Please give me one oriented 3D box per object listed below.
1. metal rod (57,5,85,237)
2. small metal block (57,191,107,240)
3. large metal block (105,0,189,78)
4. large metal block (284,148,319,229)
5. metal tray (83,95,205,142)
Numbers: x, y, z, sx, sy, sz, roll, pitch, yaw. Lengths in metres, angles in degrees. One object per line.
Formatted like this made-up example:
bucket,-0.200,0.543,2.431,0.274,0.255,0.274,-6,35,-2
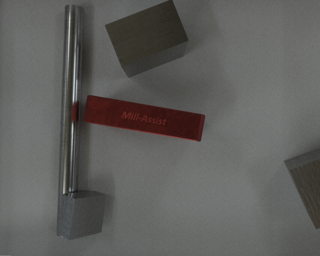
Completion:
metal rod,-0.118,-0.009,0.409,0.025,0.025,0.298,2,90,-1
small metal block,-0.099,0.110,0.395,0.025,0.050,0.050,8,90,38
large metal block,-0.015,-0.106,0.384,0.080,0.080,0.050,-22,90,0
large metal block,0.216,0.069,0.392,0.080,0.050,0.080,-24,90,16
metal tray,-0.017,-0.011,0.378,0.131,0.090,0.030,10,90,-1
